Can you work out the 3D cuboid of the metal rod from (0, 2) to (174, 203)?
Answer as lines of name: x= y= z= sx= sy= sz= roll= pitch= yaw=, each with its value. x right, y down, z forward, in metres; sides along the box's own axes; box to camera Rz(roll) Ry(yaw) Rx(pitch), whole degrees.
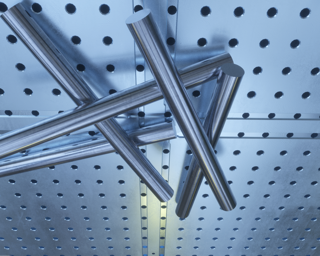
metal rod: x=-0.070 y=-0.011 z=0.377 sx=0.025 sy=0.025 sz=0.300 roll=-26 pitch=119 yaw=20

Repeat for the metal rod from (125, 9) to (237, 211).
metal rod: x=0.040 y=0.006 z=0.361 sx=0.025 sy=0.025 sz=0.299 roll=-19 pitch=128 yaw=15

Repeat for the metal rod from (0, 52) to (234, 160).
metal rod: x=-0.062 y=-0.021 z=0.344 sx=0.302 sy=0.025 sz=0.025 roll=-21 pitch=129 yaw=-3

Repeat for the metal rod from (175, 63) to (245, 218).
metal rod: x=0.058 y=0.042 z=0.430 sx=0.025 sy=0.025 sz=0.298 roll=5 pitch=136 yaw=-5

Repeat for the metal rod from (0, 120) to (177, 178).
metal rod: x=-0.125 y=0.035 z=0.439 sx=0.301 sy=0.025 sz=0.025 roll=-13 pitch=129 yaw=10
